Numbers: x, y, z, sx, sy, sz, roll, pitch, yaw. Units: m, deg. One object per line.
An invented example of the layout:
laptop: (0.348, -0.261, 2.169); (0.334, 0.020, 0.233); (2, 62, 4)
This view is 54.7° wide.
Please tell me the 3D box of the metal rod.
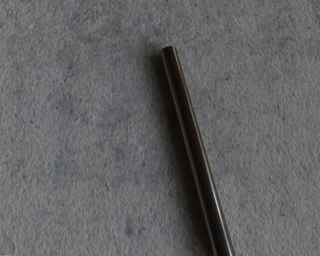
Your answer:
metal rod: (0.045, 0.026, 0.399); (0.025, 0.025, 0.299); (-12, 71, -5)
